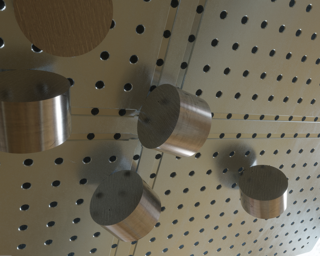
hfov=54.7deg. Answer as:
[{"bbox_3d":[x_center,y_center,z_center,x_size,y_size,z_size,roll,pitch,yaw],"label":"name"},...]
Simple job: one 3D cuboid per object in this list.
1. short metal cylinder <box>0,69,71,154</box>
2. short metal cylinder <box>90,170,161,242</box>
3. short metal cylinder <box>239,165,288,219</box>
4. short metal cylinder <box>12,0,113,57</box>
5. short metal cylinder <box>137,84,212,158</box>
[{"bbox_3d":[-0.126,-0.019,0.295,0.081,0.080,0.050,-7,122,-25],"label":"short metal cylinder"},{"bbox_3d":[-0.046,0.103,0.415,0.080,0.080,0.050,-37,129,-3],"label":"short metal cylinder"},{"bbox_3d":[0.181,0.111,0.543,0.080,0.080,0.050,-26,128,-13],"label":"short metal cylinder"},{"bbox_3d":[-0.089,-0.110,0.278,0.081,0.050,0.079,-14,124,-21],"label":"short metal cylinder"},{"bbox_3d":[0.016,-0.008,0.379,0.050,0.080,0.080,19,108,-36],"label":"short metal cylinder"}]
